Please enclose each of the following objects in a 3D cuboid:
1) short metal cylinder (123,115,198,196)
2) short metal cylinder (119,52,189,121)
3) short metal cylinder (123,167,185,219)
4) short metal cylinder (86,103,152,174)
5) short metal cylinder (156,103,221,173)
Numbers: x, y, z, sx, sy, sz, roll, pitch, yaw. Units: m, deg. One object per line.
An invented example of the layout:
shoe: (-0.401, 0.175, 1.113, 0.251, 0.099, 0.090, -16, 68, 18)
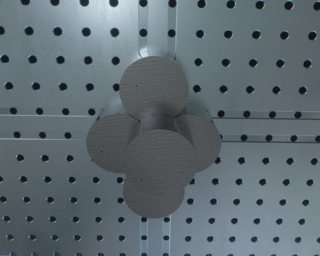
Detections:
short metal cylinder: (0.000, 0.030, 0.357, 0.081, 0.050, 0.079, 0, 110, 0)
short metal cylinder: (-0.007, -0.051, 0.381, 0.081, 0.050, 0.079, -1, 110, -1)
short metal cylinder: (-0.008, 0.076, 0.427, 0.081, 0.050, 0.079, 0, 108, -1)
short metal cylinder: (-0.050, 0.012, 0.404, 0.081, 0.050, 0.079, 0, 110, 0)
short metal cylinder: (0.035, 0.013, 0.404, 0.081, 0.050, 0.079, 0, 110, 0)
